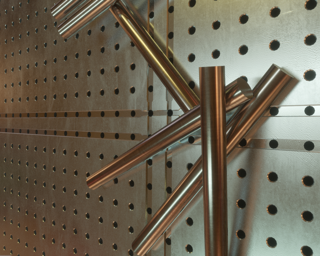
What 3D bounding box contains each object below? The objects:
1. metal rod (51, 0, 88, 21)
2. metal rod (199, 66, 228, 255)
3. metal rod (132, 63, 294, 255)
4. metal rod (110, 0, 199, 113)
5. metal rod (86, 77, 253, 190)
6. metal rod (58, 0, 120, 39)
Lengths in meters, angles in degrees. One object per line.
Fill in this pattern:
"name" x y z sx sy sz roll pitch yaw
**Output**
"metal rod" -0.046 -0.235 0.425 0.300 0.025 0.025 -23 75 30
"metal rod" 0.059 0.087 0.327 0.025 0.025 0.298 6 104 40
"metal rod" 0.047 0.055 0.371 0.025 0.025 0.298 49 119 29
"metal rod" -0.033 -0.134 0.437 0.025 0.025 0.299 -48 61 29
"metal rod" -0.011 0.024 0.405 0.299 0.025 0.025 -34 69 39
"metal rod" -0.031 -0.204 0.412 0.300 0.025 0.025 -24 75 30
